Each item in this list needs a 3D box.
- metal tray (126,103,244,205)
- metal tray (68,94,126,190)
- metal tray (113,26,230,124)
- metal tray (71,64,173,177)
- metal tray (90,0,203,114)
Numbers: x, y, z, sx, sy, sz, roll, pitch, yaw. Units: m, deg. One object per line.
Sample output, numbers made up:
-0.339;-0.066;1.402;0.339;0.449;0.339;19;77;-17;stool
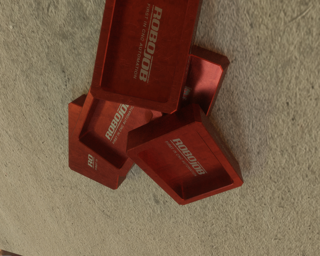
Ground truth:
0.033;0.038;0.366;0.090;0.030;0.130;-24;131;19;metal tray
-0.091;0.024;0.465;0.090;0.030;0.129;22;127;14;metal tray
0.004;-0.060;0.365;0.130;0.030;0.089;24;127;13;metal tray
-0.052;-0.007;0.388;0.090;0.030;0.129;36;129;4;metal tray
-0.013;-0.086;0.313;0.090;0.030;0.129;12;96;9;metal tray
